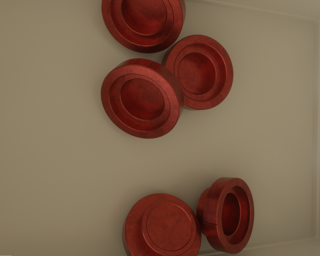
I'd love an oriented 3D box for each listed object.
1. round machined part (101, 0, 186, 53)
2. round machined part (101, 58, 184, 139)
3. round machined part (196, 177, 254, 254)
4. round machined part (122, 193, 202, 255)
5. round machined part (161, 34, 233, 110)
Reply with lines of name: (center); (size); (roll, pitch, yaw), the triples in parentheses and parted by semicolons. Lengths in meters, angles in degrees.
round machined part: (-0.017, -0.144, 0.376); (0.098, 0.098, 0.042); (35, 43, -17)
round machined part: (-0.018, -0.039, 0.376); (0.098, 0.098, 0.042); (49, 35, -14)
round machined part: (0.086, 0.116, 0.421); (0.099, 0.042, 0.097); (6, 81, -47)
round machined part: (0.006, 0.126, 0.381); (0.099, 0.042, 0.098); (9, 55, -14)
round machined part: (0.046, -0.072, 0.420); (0.099, 0.042, 0.097); (0, 90, -21)
